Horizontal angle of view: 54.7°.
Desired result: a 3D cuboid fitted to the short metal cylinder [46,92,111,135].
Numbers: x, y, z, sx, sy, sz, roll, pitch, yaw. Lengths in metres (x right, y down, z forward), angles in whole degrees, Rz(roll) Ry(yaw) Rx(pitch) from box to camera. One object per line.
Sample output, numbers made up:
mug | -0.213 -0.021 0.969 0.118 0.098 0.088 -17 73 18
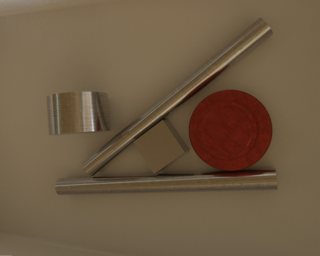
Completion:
short metal cylinder | -0.109 -0.018 0.417 0.080 0.080 0.050 -5 89 19

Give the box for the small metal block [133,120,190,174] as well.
small metal block | 0.002 0.024 0.407 0.050 0.025 0.050 -37 79 16

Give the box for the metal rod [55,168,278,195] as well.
metal rod | -0.006 0.073 0.410 0.301 0.025 0.025 -6 88 19

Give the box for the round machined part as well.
round machined part | 0.082 0.003 0.369 0.098 0.042 0.097 0 90 19

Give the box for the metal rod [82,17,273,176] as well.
metal rod | 0.012 -0.031 0.404 0.300 0.025 0.025 -38 78 15
